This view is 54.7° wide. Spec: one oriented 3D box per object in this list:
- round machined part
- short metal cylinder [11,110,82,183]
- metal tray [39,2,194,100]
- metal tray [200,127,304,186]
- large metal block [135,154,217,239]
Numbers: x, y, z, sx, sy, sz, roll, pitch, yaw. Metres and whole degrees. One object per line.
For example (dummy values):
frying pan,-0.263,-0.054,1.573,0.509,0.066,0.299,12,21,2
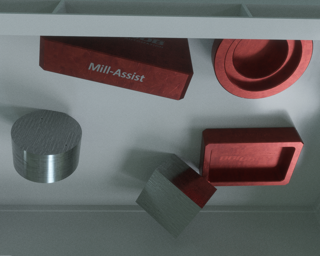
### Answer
round machined part,0.104,-0.082,0.329,0.099,0.042,0.097,-1,130,0
short metal cylinder,-0.142,0.022,0.390,0.081,0.080,0.050,10,129,-9
metal tray,-0.037,-0.077,0.300,0.131,0.090,0.030,12,129,-10
metal tray,0.125,0.043,0.444,0.131,0.030,0.089,-1,130,0
large metal block,0.022,0.099,0.453,0.080,0.050,0.079,39,128,14
